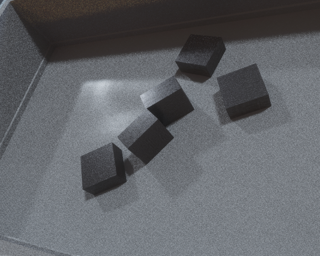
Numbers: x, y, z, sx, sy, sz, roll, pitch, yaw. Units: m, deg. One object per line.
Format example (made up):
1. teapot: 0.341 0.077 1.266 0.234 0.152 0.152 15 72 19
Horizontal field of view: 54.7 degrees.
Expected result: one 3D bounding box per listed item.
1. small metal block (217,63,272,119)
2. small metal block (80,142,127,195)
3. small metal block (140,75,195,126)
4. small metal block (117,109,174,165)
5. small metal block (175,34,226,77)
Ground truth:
1. small metal block: 0.102 -0.045 0.379 0.050 0.025 0.050 -19 54 16
2. small metal block: -0.076 0.054 0.411 0.050 0.025 0.050 -24 53 13
3. small metal block: 0.010 -0.033 0.403 0.050 0.050 0.025 -30 52 9
4. small metal block: -0.017 0.012 0.390 0.050 0.050 0.025 -45 52 -3
5. small metal block: 0.058 -0.103 0.438 0.050 0.025 0.050 18 71 34
